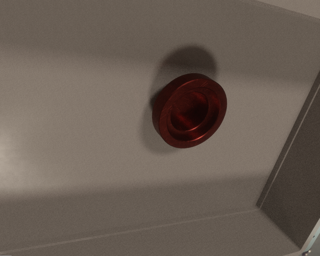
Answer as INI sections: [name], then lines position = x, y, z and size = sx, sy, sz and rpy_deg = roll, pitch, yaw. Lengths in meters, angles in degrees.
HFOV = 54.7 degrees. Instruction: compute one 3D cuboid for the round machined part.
[round machined part]
position = 0.034, -0.025, 0.403
size = 0.099, 0.042, 0.097
rpy_deg = -14, 125, -21
